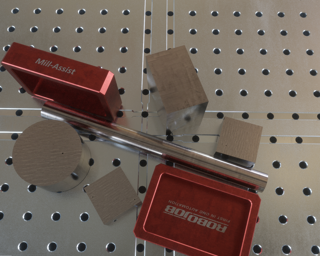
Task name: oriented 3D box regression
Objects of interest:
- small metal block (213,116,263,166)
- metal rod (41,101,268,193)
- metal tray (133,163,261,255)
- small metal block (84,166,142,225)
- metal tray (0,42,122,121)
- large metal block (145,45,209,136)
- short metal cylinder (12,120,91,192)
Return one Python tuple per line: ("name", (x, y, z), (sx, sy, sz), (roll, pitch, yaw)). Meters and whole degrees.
("small metal block", (0.102, 0.018, 0.405), (0.050, 0.025, 0.050), (16, 71, 5))
("metal rod", (-0.012, 0.022, 0.403), (0.301, 0.025, 0.025), (18, 71, 6))
("metal tray", (0.044, 0.105, 0.370), (0.131, 0.030, 0.090), (17, 71, 6))
("small metal block", (-0.057, 0.084, 0.381), (0.050, 0.025, 0.050), (-31, 73, -11))
("metal tray", (-0.119, -0.056, 0.395), (0.131, 0.090, 0.030), (18, 71, 6))
("large metal block", (0.019, -0.045, 0.400), (0.050, 0.080, 0.080), (-17, 71, -6))
("short metal cylinder", (-0.131, 0.036, 0.383), (0.081, 0.050, 0.080), (0, 70, 0))
